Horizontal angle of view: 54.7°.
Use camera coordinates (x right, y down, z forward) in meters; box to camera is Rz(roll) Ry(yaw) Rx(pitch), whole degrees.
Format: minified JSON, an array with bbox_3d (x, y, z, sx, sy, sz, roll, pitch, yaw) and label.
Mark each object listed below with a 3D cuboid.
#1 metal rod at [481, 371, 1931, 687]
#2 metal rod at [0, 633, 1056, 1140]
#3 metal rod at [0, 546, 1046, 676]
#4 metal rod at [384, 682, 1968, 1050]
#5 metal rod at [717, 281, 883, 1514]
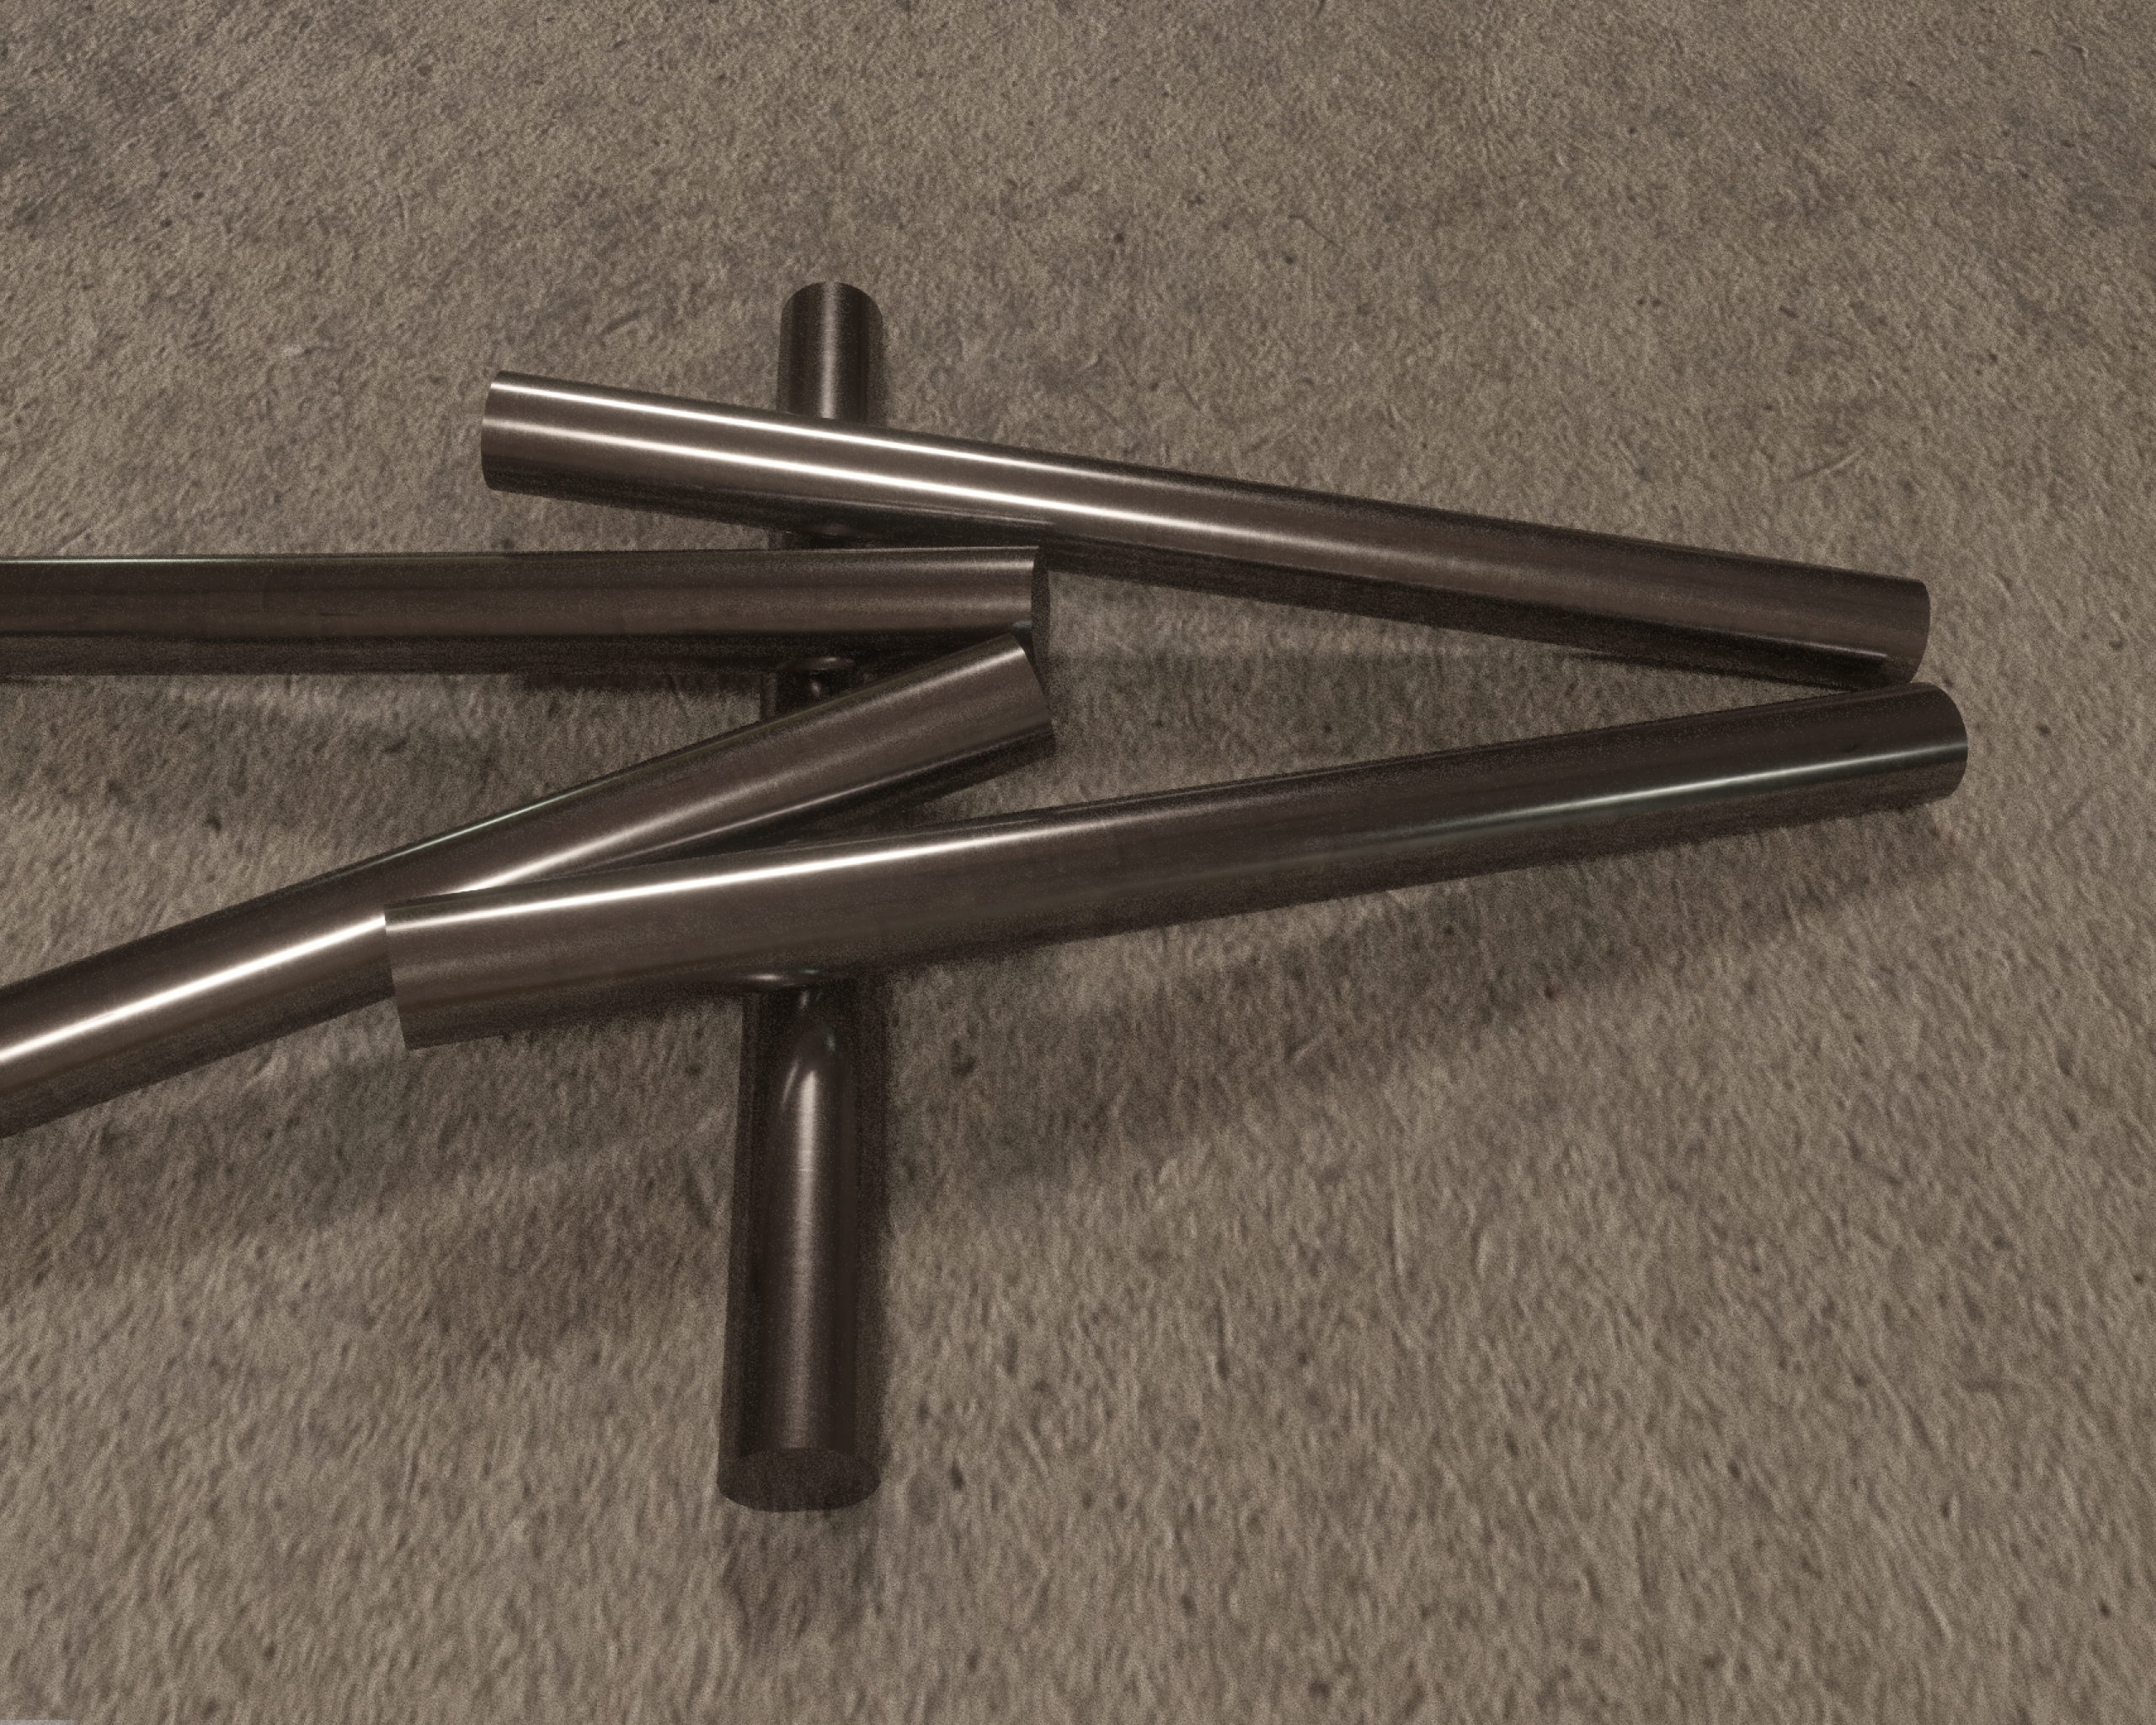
[{"bbox_3d":[0.028,-0.070,0.442,0.302,0.025,0.025,8,50,-2],"label":"metal rod"},{"bbox_3d":[-0.148,0.021,0.367,0.302,0.025,0.025,-21,53,-10],"label":"metal rod"},{"bbox_3d":[-0.157,-0.051,0.427,0.302,0.025,0.025,1,50,7],"label":"metal rod"},{"bbox_3d":[0.031,-0.003,0.387,0.302,0.025,0.025,-9,50,-16],"label":"metal rod"},{"bbox_3d":[-0.052,-0.019,0.419,0.025,0.025,0.300,-2,50,-2],"label":"metal rod"}]
